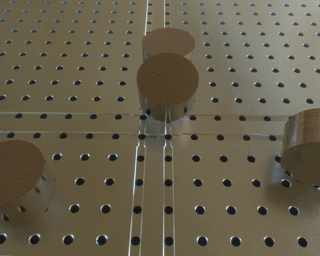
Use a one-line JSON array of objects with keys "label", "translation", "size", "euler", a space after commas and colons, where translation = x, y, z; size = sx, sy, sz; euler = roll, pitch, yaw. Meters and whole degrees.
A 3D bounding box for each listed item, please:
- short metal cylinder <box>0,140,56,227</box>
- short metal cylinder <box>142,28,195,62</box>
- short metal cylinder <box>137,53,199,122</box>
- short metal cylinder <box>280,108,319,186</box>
[{"label": "short metal cylinder", "translation": [-0.161, 0.060, 0.339], "size": [0.081, 0.050, 0.080], "euler": [0, 50, 0]}, {"label": "short metal cylinder", "translation": [0.013, -0.114, 0.487], "size": [0.081, 0.050, 0.080], "euler": [0, 50, 0]}, {"label": "short metal cylinder", "translation": [0.010, -0.055, 0.424], "size": [0.081, 0.050, 0.080], "euler": [0, 68, -1]}, {"label": "short metal cylinder", "translation": [0.183, 0.023, 0.355], "size": [0.080, 0.080, 0.050], "euler": [15, 52, 12]}]
